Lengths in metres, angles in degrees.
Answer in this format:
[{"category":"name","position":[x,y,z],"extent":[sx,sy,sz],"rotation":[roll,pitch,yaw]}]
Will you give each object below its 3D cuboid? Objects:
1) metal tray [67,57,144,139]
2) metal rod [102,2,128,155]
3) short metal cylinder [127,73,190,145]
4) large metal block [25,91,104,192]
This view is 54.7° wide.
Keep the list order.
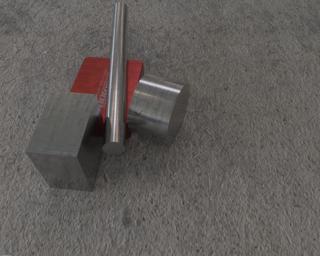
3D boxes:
[{"category":"metal tray","position":[-0.076,-0.047,0.439],"extent":[0.091,0.030,0.130],"rotation":[5,50,4]},{"category":"metal rod","position":[-0.059,-0.092,0.440],"extent":[0.025,0.025,0.300],"rotation":[-2,50,-2]},{"category":"short metal cylinder","position":[0.000,-0.024,0.388],"extent":[0.050,0.080,0.080],"rotation":[18,52,14]},{"category":"large metal block","position":[-0.099,0.016,0.350],"extent":[0.050,0.080,0.080],"rotation":[5,54,4]}]
